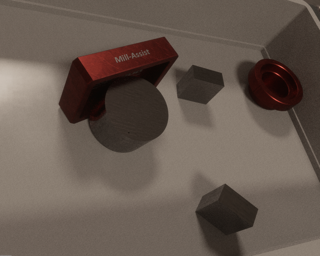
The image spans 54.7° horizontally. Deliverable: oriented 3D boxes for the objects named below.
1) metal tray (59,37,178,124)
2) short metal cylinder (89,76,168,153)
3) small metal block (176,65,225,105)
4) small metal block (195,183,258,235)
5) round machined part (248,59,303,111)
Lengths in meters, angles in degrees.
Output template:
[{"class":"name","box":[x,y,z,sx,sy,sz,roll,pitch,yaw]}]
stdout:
[{"class":"metal tray","box":[-0.049,-0.058,0.374,0.131,0.090,0.030,-26,76,-37]},{"class":"short metal cylinder","box":[-0.037,-0.015,0.372,0.081,0.050,0.080,13,65,-28]},{"class":"small metal block","box":[0.059,-0.063,0.462,0.050,0.050,0.025,11,57,-23]},{"class":"small metal block","box":[0.080,0.099,0.374,0.050,0.050,0.025,38,51,-3]},{"class":"round machined part","box":[0.196,-0.070,0.543,0.099,0.042,0.098,11,57,-18]}]
